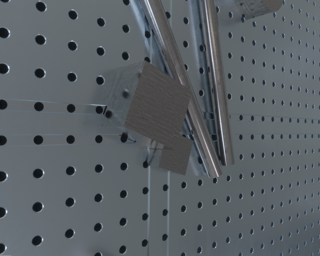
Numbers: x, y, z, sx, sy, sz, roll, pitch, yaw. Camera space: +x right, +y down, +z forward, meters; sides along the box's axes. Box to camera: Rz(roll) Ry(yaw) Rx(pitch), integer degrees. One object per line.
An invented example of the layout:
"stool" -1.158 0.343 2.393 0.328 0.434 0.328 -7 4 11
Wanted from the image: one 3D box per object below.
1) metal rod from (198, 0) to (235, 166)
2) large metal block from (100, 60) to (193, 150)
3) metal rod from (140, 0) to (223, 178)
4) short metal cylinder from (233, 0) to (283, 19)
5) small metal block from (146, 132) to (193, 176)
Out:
"metal rod" 0.087 -0.089 0.482 0.025 0.025 0.298 -15 100 -39
"large metal block" -0.015 -0.025 0.381 0.080 0.050 0.080 27 73 -37
"metal rod" 0.031 -0.060 0.435 0.025 0.025 0.299 -36 112 -34
"short metal cylinder" 0.170 -0.235 0.535 0.081 0.050 0.079 0 90 -40
"small metal block" 0.014 0.034 0.422 0.050 0.025 0.050 23 76 -38
